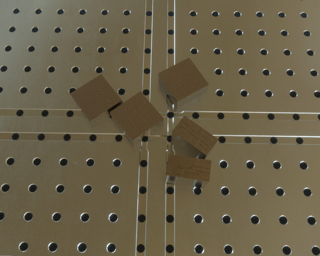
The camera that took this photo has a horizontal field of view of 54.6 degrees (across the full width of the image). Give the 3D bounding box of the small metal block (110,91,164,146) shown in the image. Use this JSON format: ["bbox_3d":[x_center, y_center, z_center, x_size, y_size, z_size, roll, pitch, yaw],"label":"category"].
[{"bbox_3d":[-0.030,-0.012,0.416,0.050,0.025,0.050,-36,74,-12],"label":"small metal block"}]

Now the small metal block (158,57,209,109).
[{"bbox_3d":[0.032,-0.063,0.435,0.050,0.025,0.050,-29,73,-10],"label":"small metal block"}]

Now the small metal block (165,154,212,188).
[{"bbox_3d":[0.033,0.054,0.379,0.050,0.050,0.025,8,70,3],"label":"small metal block"}]

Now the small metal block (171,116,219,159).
[{"bbox_3d":[0.042,0.017,0.393,0.050,0.050,0.025,36,74,12],"label":"small metal block"}]

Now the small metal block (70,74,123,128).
[{"bbox_3d":[-0.085,-0.037,0.425,0.050,0.025,0.050,-35,74,-12],"label":"small metal block"}]
